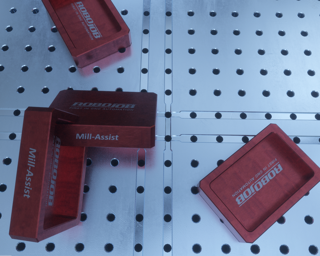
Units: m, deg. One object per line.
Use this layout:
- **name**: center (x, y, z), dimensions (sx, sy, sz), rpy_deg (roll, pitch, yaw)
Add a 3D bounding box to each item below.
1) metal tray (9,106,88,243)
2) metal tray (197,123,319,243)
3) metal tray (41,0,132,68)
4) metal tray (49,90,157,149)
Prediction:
- **metal tray**: center (-0.115, 0.048, 0.340), dimensions (0.030, 0.090, 0.129), rpy_deg (4, 84, 12)
- **metal tray**: center (0.123, 0.066, 0.386), dimensions (0.131, 0.030, 0.090), rpy_deg (-37, 74, -13)
- **metal tray**: center (-0.112, -0.165, 0.467), dimensions (0.090, 0.030, 0.130), rpy_deg (-28, 73, -10)
- **metal tray**: center (-0.070, -0.014, 0.387), dimensions (0.131, 0.030, 0.090), rpy_deg (2, 32, 0)
